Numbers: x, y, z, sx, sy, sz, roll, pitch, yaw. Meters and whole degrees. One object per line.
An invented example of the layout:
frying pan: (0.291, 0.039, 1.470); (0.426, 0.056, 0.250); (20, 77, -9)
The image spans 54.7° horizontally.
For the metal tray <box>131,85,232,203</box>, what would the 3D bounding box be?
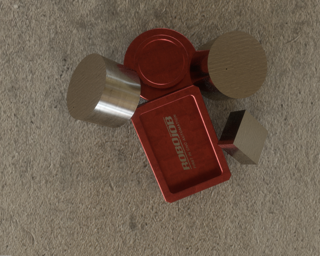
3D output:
metal tray: (0.026, 0.020, 0.398); (0.090, 0.030, 0.129); (-22, 100, 0)

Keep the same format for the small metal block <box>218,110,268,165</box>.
small metal block: (0.107, 0.013, 0.394); (0.050, 0.025, 0.050); (38, 65, -26)

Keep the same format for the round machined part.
round machined part: (0.002, -0.082, 0.403); (0.099, 0.042, 0.097); (0, 90, 0)

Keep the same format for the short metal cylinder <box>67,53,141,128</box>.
short metal cylinder: (-0.069, -0.044, 0.376); (0.050, 0.080, 0.080); (16, 90, -44)

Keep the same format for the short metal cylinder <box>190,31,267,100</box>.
short metal cylinder: (0.085, -0.075, 0.389); (0.081, 0.050, 0.079); (-1, 92, -18)
